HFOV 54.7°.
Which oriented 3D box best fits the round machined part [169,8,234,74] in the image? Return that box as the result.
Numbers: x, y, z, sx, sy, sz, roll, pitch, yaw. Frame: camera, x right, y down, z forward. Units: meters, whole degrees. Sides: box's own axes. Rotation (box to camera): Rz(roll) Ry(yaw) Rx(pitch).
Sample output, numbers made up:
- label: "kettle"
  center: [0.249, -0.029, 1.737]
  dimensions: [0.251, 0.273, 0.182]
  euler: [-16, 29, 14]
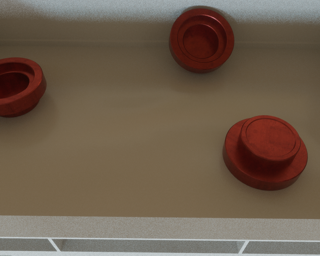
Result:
- label: "round machined part"
  center: [0.063, -0.132, 0.487]
  dimensions: [0.099, 0.042, 0.097]
  euler: [1, 82, -5]

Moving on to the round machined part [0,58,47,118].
- label: "round machined part"
  center: [-0.210, -0.053, 0.437]
  dimensions: [0.099, 0.042, 0.098]
  euler: [0, 50, 0]

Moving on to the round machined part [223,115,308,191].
- label: "round machined part"
  center: [0.129, 0.023, 0.376]
  dimensions: [0.099, 0.042, 0.098]
  euler: [0, 50, 0]
